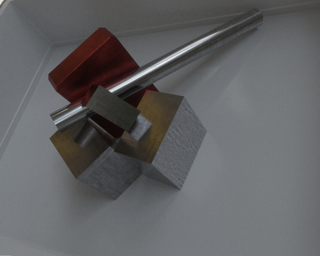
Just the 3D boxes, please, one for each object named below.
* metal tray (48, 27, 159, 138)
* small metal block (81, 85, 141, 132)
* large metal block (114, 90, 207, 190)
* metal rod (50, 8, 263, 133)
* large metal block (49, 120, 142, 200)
[{"bbox_3d":[-0.064,-0.052,0.399,0.090,0.130,0.030,-43,50,0],"label":"metal tray"},{"bbox_3d":[-0.055,-0.023,0.334,0.025,0.050,0.050,-59,21,-4],"label":"small metal block"},{"bbox_3d":[0.005,0.014,0.357,0.050,0.080,0.080,14,69,33],"label":"large metal block"},{"bbox_3d":[0.007,-0.079,0.390,0.302,0.025,0.025,-30,50,-14],"label":"metal rod"},{"bbox_3d":[-0.079,0.035,0.389,0.050,0.080,0.080,-45,51,-3],"label":"large metal block"}]
